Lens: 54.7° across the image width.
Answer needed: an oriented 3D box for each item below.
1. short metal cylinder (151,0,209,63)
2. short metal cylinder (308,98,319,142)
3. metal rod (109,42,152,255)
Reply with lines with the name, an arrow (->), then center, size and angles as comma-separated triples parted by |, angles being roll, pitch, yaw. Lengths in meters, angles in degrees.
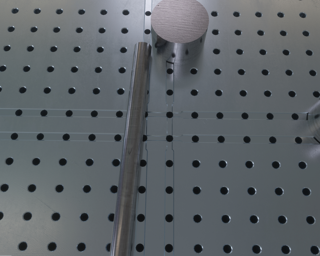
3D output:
short metal cylinder -> 0.028, -0.142, 0.451 | 0.081, 0.050, 0.080 | 0, 70, 0
short metal cylinder -> 0.246, -0.016, 0.406 | 0.081, 0.050, 0.080 | 0, 70, 0
metal rod -> -0.036, 0.021, 0.403 | 0.025, 0.025, 0.299 | 4, 70, 1
